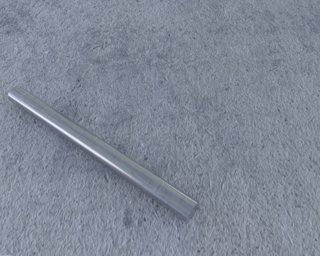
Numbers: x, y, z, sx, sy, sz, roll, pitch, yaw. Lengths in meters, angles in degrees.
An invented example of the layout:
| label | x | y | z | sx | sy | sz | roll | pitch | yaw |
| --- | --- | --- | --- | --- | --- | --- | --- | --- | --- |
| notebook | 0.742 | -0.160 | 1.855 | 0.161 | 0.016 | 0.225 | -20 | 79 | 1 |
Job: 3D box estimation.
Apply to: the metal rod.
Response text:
| label | x | y | z | sx | sy | sz | roll | pitch | yaw |
| --- | --- | --- | --- | --- | --- | --- | --- | --- | --- |
| metal rod | -0.085 | 0.020 | 0.385 | 0.300 | 0.025 | 0.025 | 30 | 56 | 22 |
